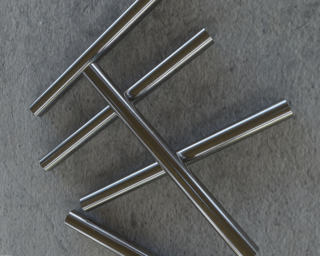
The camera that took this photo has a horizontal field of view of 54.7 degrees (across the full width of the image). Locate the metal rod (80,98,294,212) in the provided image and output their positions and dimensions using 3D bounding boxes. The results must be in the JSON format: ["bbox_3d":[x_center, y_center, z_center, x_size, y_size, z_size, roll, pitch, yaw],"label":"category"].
[{"bbox_3d":[0.021,0.042,0.400,0.300,0.025,0.025,-27,81,17],"label":"metal rod"}]

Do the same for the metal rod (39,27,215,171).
[{"bbox_3d":[-0.055,-0.031,0.427,0.300,0.025,0.025,-36,79,16],"label":"metal rod"}]

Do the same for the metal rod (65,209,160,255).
[{"bbox_3d":[0.002,0.184,0.407,0.301,0.025,0.025,22,97,18],"label":"metal rod"}]

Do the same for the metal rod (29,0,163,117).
[{"bbox_3d":[-0.077,-0.119,0.434,0.300,0.025,0.025,-40,78,15],"label":"metal rod"}]

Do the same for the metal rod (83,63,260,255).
[{"bbox_3d":[0.005,0.032,0.378,0.025,0.025,0.300,-45,77,14],"label":"metal rod"}]
